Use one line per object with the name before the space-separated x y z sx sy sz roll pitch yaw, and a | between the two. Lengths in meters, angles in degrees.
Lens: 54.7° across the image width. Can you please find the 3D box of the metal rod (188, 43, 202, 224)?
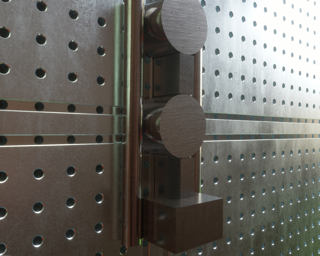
metal rod | 0.048 -0.008 0.448 0.025 0.025 0.298 1 89 -40

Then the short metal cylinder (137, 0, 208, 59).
short metal cylinder | 0.016 -0.132 0.405 0.081 0.050 0.080 0 90 -40

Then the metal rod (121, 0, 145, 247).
metal rod | -0.033 -0.009 0.380 0.025 0.025 0.298 1 89 -40

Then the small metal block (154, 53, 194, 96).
small metal block | 0.018 -0.067 0.406 0.025 0.050 0.050 1 90 -40

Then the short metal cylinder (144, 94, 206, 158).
short metal cylinder | 0.014 -0.002 0.404 0.081 0.050 0.080 0 90 -40

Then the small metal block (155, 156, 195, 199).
small metal block | 0.019 0.063 0.407 0.025 0.050 0.050 0 90 -40

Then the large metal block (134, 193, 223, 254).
large metal block | 0.022 0.112 0.392 0.081 0.080 0.050 1 90 -40
